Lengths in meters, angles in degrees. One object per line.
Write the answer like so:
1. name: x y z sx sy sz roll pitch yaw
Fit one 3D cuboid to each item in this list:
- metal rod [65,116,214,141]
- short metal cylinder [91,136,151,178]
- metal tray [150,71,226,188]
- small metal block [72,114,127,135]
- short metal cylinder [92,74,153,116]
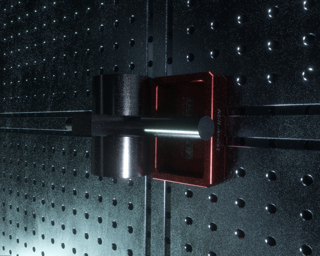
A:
1. metal rod: -0.053 -0.003 0.422 0.300 0.025 0.025 2 92 49
2. short metal cylinder: -0.051 0.035 0.415 0.080 0.081 0.050 2 92 40
3. metal tray: 0.032 0.001 0.379 0.090 0.030 0.129 2 91 40
4. small metal block: -0.078 -0.004 0.395 0.050 0.050 0.025 1 91 48
5. short metal cylinder: -0.049 -0.041 0.412 0.080 0.081 0.050 1 91 40
